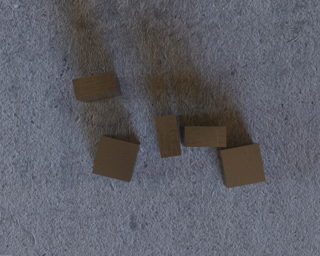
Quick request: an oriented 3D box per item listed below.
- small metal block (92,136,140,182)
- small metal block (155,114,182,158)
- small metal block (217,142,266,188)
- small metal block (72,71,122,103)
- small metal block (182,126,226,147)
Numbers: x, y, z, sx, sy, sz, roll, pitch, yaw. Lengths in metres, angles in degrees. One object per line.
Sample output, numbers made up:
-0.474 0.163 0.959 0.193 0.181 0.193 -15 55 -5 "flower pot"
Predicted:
-0.057 0.040 0.409 0.050 0.025 0.050 14 90 0 "small metal block"
0.010 0.010 0.397 0.025 0.050 0.050 -9 90 0 "small metal block"
0.107 0.049 0.411 0.050 0.025 0.050 -11 90 0 "small metal block"
-0.079 -0.051 0.397 0.050 0.050 0.025 -12 90 0 "small metal block"
0.055 0.010 0.398 0.050 0.050 0.025 0 90 0 "small metal block"
